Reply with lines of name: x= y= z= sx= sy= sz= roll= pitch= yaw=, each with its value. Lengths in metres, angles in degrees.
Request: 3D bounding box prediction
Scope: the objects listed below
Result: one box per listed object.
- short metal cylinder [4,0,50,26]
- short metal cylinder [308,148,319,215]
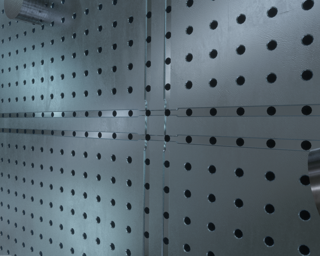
short metal cylinder: x=-0.261 y=-0.246 z=0.604 sx=0.080 sy=0.050 sz=0.079 roll=0 pitch=90 yaw=39
short metal cylinder: x=0.158 y=0.049 z=0.243 sx=0.050 sy=0.081 sz=0.080 roll=-22 pitch=77 yaw=38
